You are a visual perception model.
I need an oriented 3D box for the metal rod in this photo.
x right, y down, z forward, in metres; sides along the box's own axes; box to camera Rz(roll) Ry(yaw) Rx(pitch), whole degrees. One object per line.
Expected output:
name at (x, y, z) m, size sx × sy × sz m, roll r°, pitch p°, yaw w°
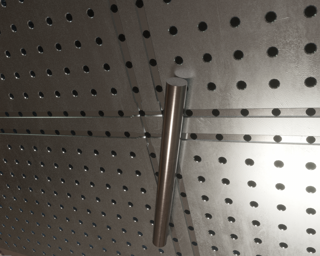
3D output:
metal rod at (0.010, 0.069, 0.447) m, size 0.025 × 0.025 × 0.298 m, roll 17°, pitch 125°, yaw 18°
